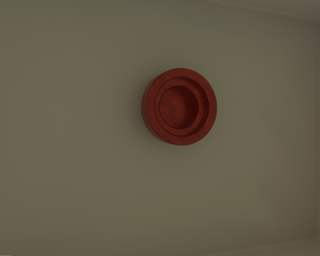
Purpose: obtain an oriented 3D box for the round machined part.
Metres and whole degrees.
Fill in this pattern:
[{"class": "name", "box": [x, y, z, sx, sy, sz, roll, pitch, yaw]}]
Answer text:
[{"class": "round machined part", "box": [0.022, -0.027, 0.409, 0.099, 0.042, 0.097, 0, 90, -20]}]
